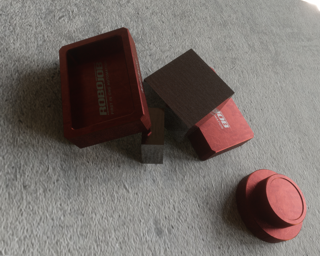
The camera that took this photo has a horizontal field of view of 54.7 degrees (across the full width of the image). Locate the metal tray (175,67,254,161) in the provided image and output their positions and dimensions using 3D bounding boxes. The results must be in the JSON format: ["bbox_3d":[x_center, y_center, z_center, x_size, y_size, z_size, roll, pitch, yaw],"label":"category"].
[{"bbox_3d":[0.069,-0.025,0.455,0.091,0.030,0.130,-17,71,-35],"label":"metal tray"}]

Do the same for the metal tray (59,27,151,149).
[{"bbox_3d":[-0.067,-0.049,0.363,0.090,0.030,0.130,-15,64,7],"label":"metal tray"}]

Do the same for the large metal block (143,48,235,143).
[{"bbox_3d":[0.032,-0.041,0.397,0.080,0.050,0.080,-37,79,-23],"label":"large metal block"}]

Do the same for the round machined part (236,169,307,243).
[{"bbox_3d":[0.156,0.101,0.418,0.099,0.042,0.098,14,56,-21],"label":"round machined part"}]

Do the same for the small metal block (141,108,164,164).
[{"bbox_3d":[-0.008,0.010,0.375,0.025,0.050,0.050,1,58,0],"label":"small metal block"}]
